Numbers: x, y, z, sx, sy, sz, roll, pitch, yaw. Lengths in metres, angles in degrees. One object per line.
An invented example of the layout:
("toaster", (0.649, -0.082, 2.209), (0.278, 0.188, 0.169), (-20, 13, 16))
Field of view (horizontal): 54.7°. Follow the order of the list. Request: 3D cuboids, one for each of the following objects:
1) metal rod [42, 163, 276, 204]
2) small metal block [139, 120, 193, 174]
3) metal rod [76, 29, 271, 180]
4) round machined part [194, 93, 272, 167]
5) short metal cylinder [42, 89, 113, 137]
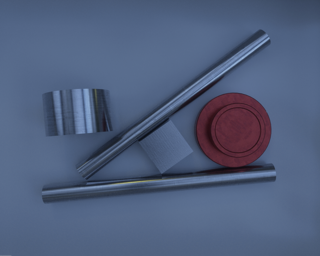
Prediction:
("metal rod", (-0.001, 0.073, 0.410), (0.302, 0.025, 0.025), (-5, 90, -1))
("small metal block", (0.008, 0.024, 0.409), (0.050, 0.025, 0.050), (-36, 90, 0))
("metal rod", (0.018, -0.031, 0.410), (0.301, 0.025, 0.025), (-36, 90, -1))
("round machined part", (0.096, 0.003, 0.401), (0.099, 0.042, 0.097), (0, 90, -1))
("short metal cylinder", (-0.100, -0.018, 0.382), (0.081, 0.080, 0.050), (-5, 90, -1))
